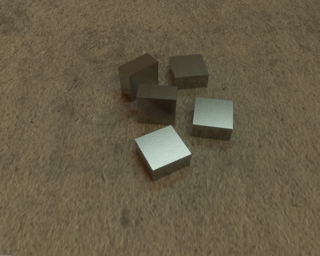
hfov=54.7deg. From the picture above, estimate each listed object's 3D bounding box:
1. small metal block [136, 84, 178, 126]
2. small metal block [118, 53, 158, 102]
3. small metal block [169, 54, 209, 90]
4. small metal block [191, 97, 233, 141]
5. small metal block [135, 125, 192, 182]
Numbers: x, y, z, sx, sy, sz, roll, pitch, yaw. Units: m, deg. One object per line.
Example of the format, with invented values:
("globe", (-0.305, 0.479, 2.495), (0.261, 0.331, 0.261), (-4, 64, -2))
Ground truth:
("small metal block", (-0.004, -0.030, 0.412), (0.050, 0.050, 0.025), (4, 50, 3))
("small metal block", (-0.030, -0.073, 0.448), (0.050, 0.050, 0.025), (-32, 57, -24))
("small metal block", (0.043, -0.087, 0.477), (0.050, 0.025, 0.050), (-6, 50, -6))
("small metal block", (0.070, -0.013, 0.415), (0.050, 0.025, 0.050), (7, 50, 5))
("small metal block", (0.003, 0.030, 0.378), (0.050, 0.025, 0.050), (-21, 53, -18))
